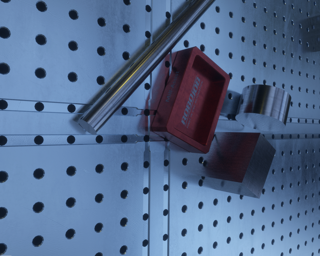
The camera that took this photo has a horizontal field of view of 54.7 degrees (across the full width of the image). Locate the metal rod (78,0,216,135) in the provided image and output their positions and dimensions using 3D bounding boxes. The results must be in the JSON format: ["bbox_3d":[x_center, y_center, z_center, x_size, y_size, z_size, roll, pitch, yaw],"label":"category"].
[{"bbox_3d":[0.002,-0.107,0.409,0.301,0.025,0.025,-52,121,-27],"label":"metal rod"}]

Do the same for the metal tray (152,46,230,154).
[{"bbox_3d":[0.048,-0.038,0.445,0.090,0.030,0.130,30,71,-36],"label":"metal tray"}]

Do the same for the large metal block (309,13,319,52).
[{"bbox_3d":[0.398,-0.231,0.725,0.081,0.050,0.080,-29,108,-36],"label":"large metal block"}]

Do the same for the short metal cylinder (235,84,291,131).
[{"bbox_3d":[0.172,-0.032,0.517,0.080,0.080,0.050,28,73,-37],"label":"short metal cylinder"}]

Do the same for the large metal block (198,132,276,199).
[{"bbox_3d":[0.117,0.053,0.471,0.050,0.080,0.080,41,65,-33],"label":"large metal block"}]
